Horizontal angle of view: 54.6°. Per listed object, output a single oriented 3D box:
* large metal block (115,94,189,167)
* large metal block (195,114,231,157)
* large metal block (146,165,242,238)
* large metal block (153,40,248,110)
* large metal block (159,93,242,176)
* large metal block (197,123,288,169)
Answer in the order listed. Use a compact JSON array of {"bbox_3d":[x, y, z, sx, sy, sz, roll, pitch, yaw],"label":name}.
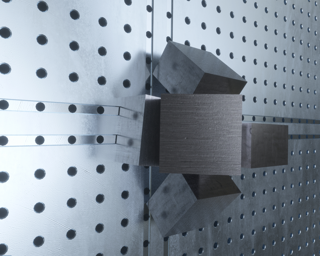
[{"bbox_3d":[-0.005,0.006,0.388,0.081,0.050,0.080,9,85,-40],"label":"large metal block"},{"bbox_3d":[0.061,0.010,0.442,0.081,0.050,0.080,4,88,-40],"label":"large metal block"},{"bbox_3d":[0.042,0.091,0.401,0.081,0.050,0.080,3,133,-40],"label":"large metal block"},{"bbox_3d":[0.051,-0.066,0.405,0.081,0.080,0.050,3,127,-40],"label":"large metal block"},{"bbox_3d":[0.042,0.006,0.332,0.080,0.050,0.080,1,90,5],"label":"large metal block"},{"bbox_3d":[0.105,0.020,0.395,0.081,0.080,0.050,2,89,-40],"label":"large metal block"}]
